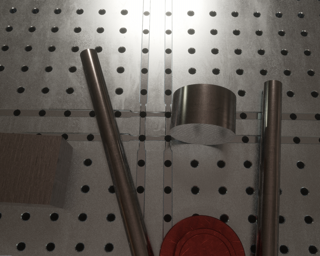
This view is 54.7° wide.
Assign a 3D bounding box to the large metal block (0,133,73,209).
[{"bbox_3d":[-0.159,0.053,0.377,0.081,0.050,0.080,3,70,1],"label":"large metal block"}]

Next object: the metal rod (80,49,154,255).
[{"bbox_3d":[-0.059,0.027,0.401,0.025,0.025,0.299,-16,71,-6],"label":"metal rod"}]

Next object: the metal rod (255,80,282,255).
[{"bbox_3d":[0.136,0.077,0.385,0.025,0.025,0.299,9,70,3],"label":"metal rod"}]

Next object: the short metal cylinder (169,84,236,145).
[{"bbox_3d":[0.054,-0.014,0.389,0.080,0.080,0.050,6,70,2],"label":"short metal cylinder"}]

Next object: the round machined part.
[{"bbox_3d":[0.048,0.149,0.349,0.099,0.042,0.098,0,70,-1],"label":"round machined part"}]
